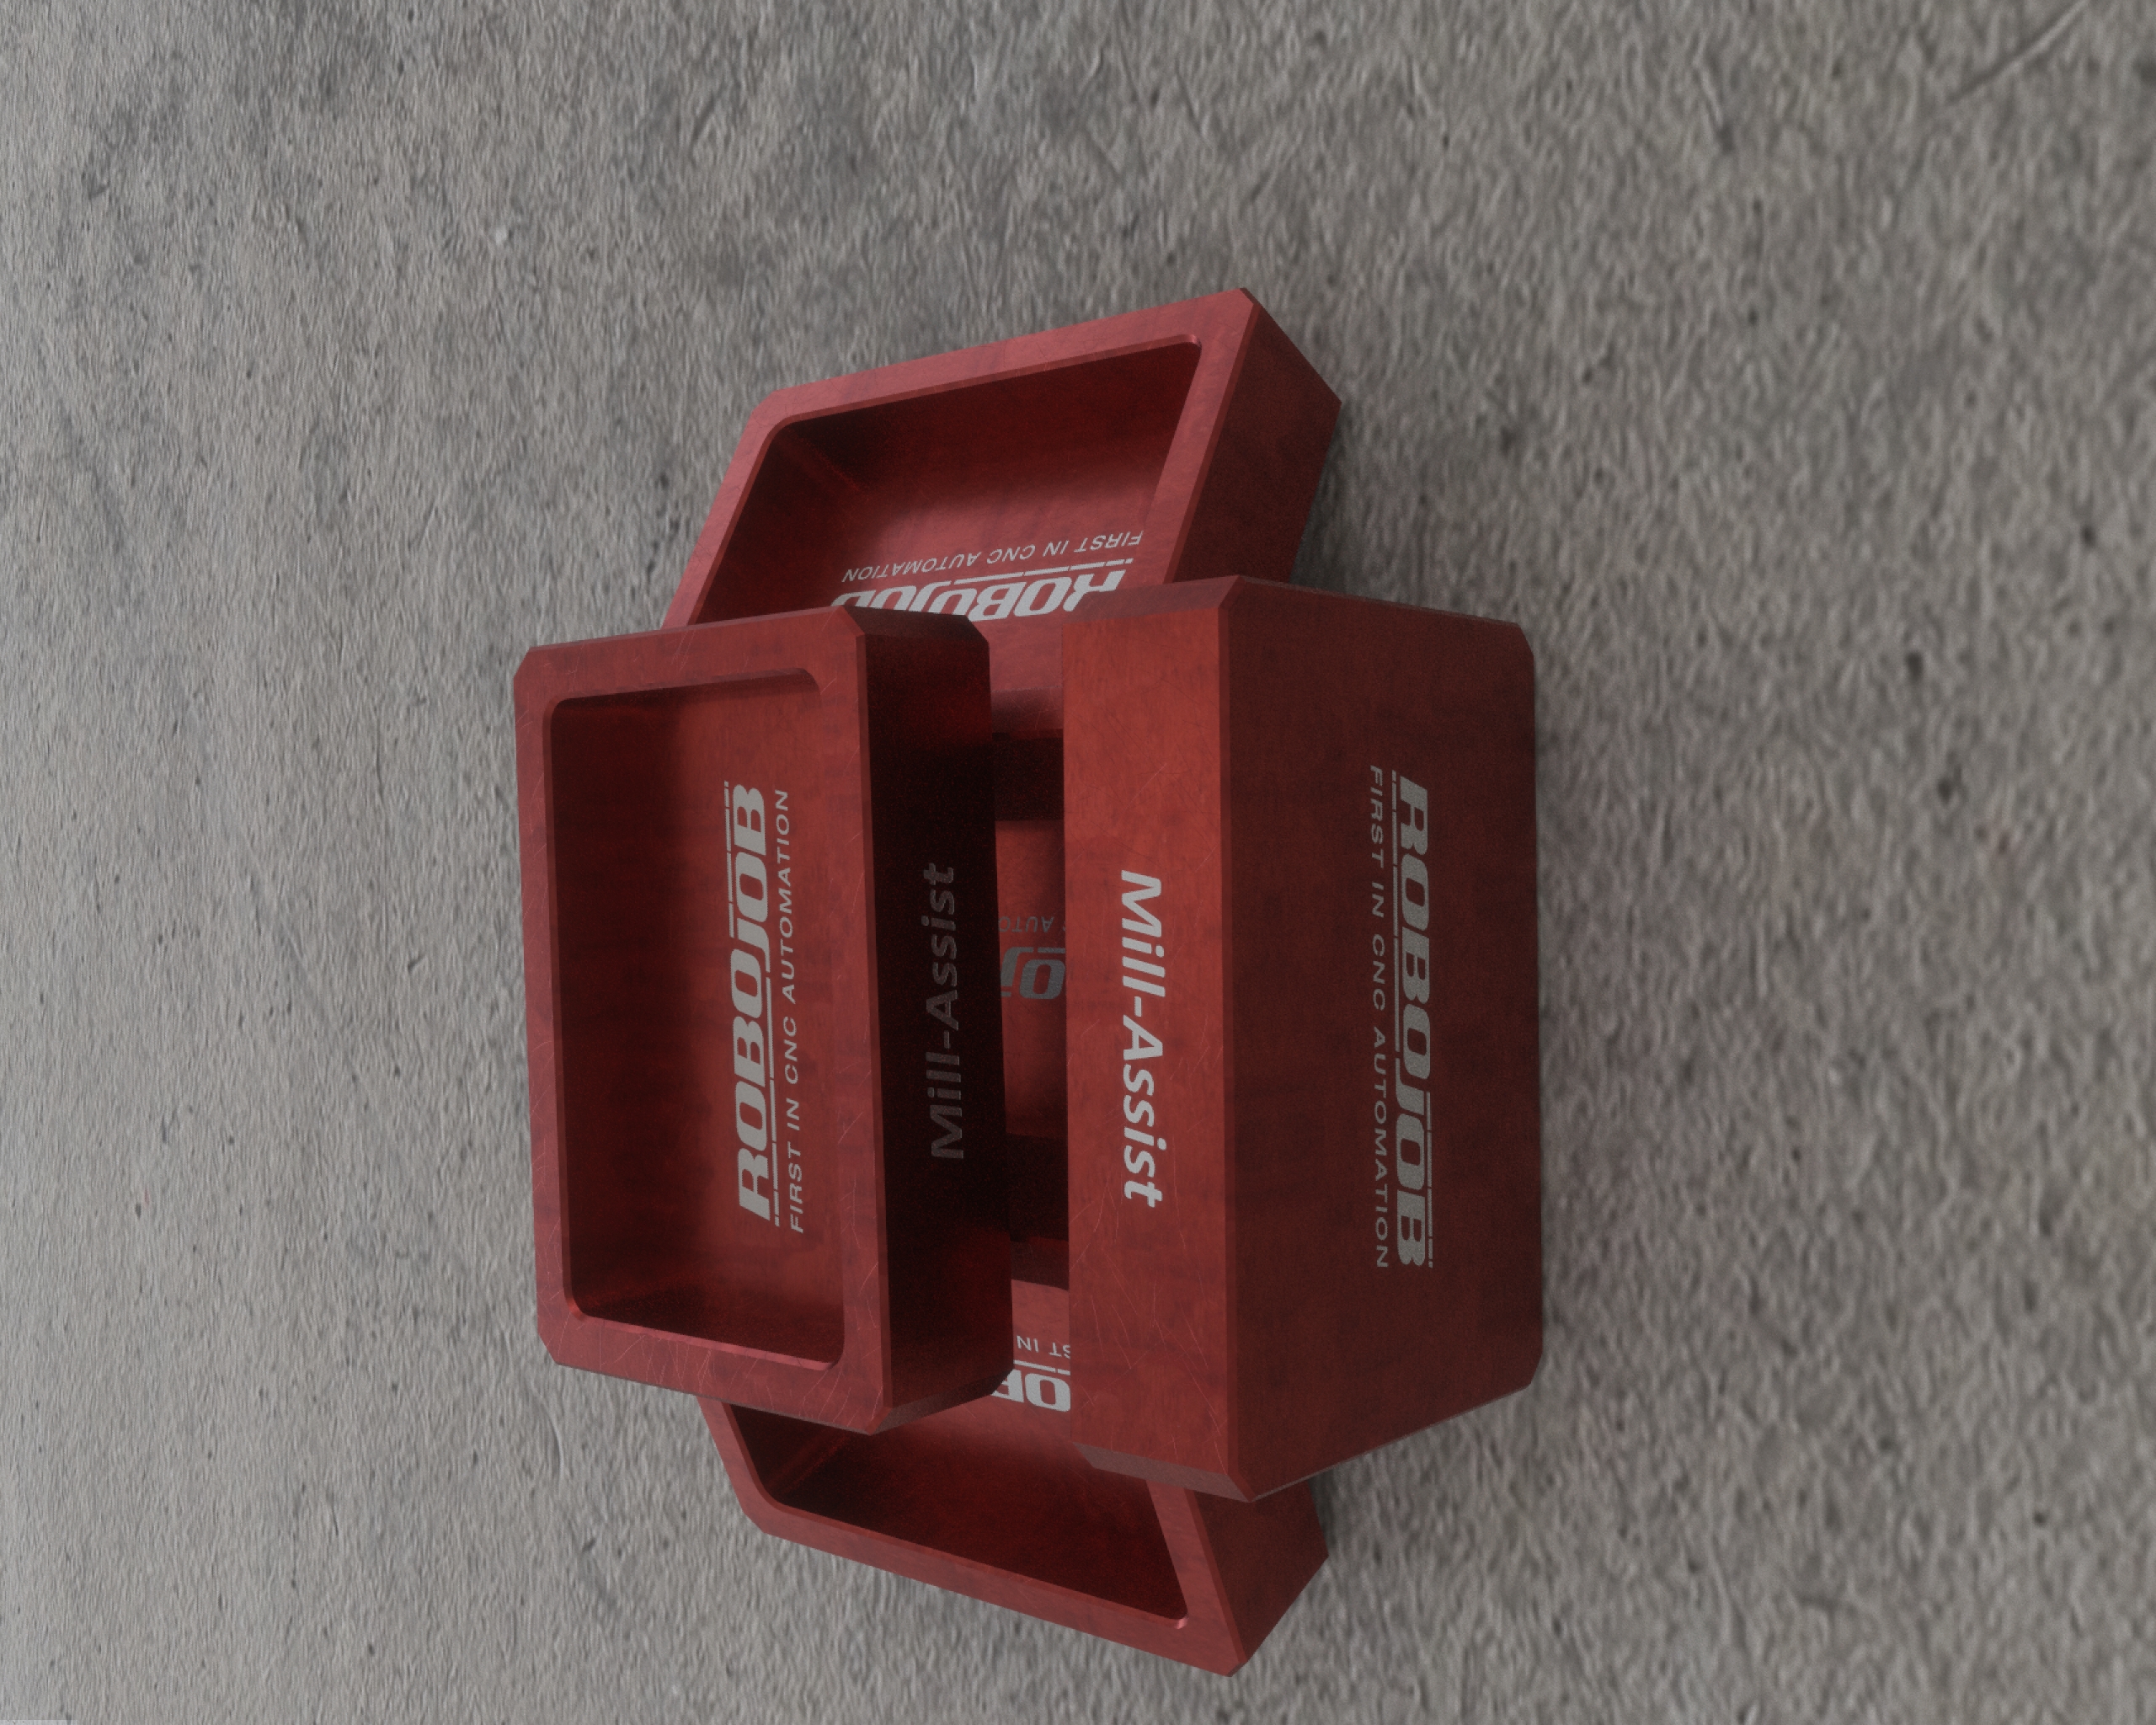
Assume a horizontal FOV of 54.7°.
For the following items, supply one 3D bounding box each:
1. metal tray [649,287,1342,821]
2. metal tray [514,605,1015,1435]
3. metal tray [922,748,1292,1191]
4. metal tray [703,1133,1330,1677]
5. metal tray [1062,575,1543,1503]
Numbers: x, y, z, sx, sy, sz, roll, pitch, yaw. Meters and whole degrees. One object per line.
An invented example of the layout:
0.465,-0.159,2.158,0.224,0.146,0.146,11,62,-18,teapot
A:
-0.022,-0.054,0.395,0.130,0.030,0.090,0,63,40,metal tray
-0.056,0.025,0.360,0.090,0.030,0.129,-1,91,40,metal tray
-0.006,0.019,0.406,0.130,0.030,0.089,-1,90,40,metal tray
-0.023,0.096,0.398,0.130,0.030,0.089,0,115,40,metal tray
0.038,0.024,0.330,0.030,0.091,0.129,-1,89,40,metal tray
